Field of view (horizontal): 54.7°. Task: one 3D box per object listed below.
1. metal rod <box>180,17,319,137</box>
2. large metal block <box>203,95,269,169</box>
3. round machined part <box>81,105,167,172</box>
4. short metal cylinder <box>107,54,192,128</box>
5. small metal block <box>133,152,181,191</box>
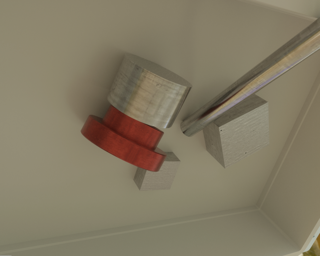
[{"bbox_3d":[0.121,-0.065,0.330,0.025,0.025,0.299,10,148,-33],"label":"metal rod"},{"bbox_3d":[0.111,0.000,0.456,0.080,0.050,0.080,-26,128,-13],"label":"large metal block"},{"bbox_3d":[-0.035,0.007,0.350,0.098,0.098,0.042,27,91,-38],"label":"round machined part"},{"bbox_3d":[-0.012,-0.042,0.342,0.081,0.080,0.050,14,111,-35],"label":"short metal cylinder"},{"bbox_3d":[-0.005,0.062,0.446,0.050,0.025,0.050,5,116,-31],"label":"small metal block"}]
